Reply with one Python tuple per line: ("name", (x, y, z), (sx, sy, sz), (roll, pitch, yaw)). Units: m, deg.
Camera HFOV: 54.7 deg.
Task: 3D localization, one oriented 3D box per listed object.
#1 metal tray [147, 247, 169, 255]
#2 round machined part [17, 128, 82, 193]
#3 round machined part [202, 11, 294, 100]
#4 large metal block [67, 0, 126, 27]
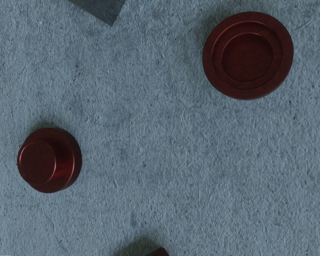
("metal tray", (0.000, 0.238, 0.406), (0.090, 0.030, 0.130), (-37, 79, 16))
("round machined part", (-0.169, 0.048, 0.458), (0.098, 0.042, 0.097), (0, 90, 19))
("round machined part", (0.102, -0.081, 0.364), (0.098, 0.042, 0.097), (0, 90, 19))
("large metal block", (-0.102, -0.188, 0.415), (0.080, 0.080, 0.050), (33, 101, 16))
